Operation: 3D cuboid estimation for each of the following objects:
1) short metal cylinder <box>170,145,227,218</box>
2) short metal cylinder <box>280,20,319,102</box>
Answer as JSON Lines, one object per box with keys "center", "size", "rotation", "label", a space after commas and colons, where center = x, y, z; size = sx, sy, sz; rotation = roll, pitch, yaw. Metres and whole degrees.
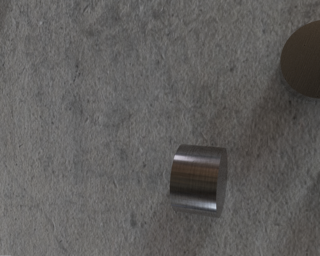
{"center": [0.048, 0.061, 0.362], "size": [0.050, 0.080, 0.079], "rotation": [4, 91, 20], "label": "short metal cylinder"}
{"center": [0.173, -0.069, 0.335], "size": [0.080, 0.050, 0.079], "rotation": [0, 90, 19], "label": "short metal cylinder"}
